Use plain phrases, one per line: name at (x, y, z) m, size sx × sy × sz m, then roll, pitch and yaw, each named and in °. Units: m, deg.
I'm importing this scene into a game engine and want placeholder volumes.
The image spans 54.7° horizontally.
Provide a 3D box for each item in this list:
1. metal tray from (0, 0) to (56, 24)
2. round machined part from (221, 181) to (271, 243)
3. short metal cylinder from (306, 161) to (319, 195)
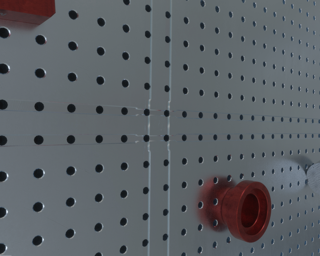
metal tray at (-0.163, -0.148, 0.269) m, size 0.131 × 0.030 × 0.089 m, roll -5°, pitch 93°, yaw -40°
round machined part at (0.140, 0.136, 0.516) m, size 0.099 × 0.042 × 0.097 m, roll 0°, pitch 90°, yaw -40°
short metal cylinder at (0.379, 0.109, 0.691) m, size 0.050 × 0.080 × 0.079 m, roll -16°, pitch 101°, yaw -39°
